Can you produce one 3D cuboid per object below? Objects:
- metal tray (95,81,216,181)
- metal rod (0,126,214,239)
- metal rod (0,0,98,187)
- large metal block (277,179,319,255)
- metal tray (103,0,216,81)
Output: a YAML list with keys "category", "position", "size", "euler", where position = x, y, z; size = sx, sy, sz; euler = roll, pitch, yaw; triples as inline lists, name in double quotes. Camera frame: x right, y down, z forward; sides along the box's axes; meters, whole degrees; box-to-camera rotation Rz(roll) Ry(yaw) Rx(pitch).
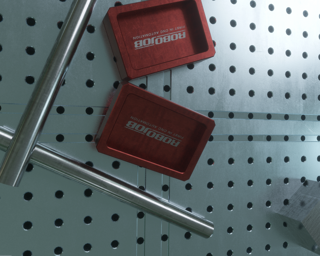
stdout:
- category: "metal tray"
  position: [-0.006, 0.006, 0.396]
  size: [0.131, 0.030, 0.090]
  euler: [22, 98, -19]
- category: "metal rod"
  position: [-0.057, 0.076, 0.392]
  size: [0.301, 0.025, 0.025]
  euler: [28, 81, -18]
- category: "metal rod"
  position: [-0.114, -0.081, 0.355]
  size: [0.025, 0.025, 0.299]
  euler: [23, 76, -19]
- category: "large metal block"
  position: [0.250, 0.142, 0.494]
  size: [0.080, 0.050, 0.080]
  euler: [-42, 104, -16]
- category: "metal tray"
  position: [0.002, -0.121, 0.411]
  size: [0.131, 0.030, 0.089]
  euler: [-19, 97, -19]
